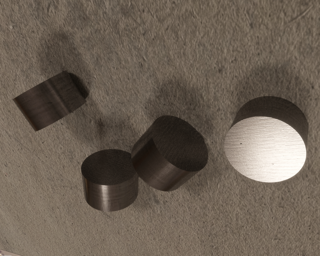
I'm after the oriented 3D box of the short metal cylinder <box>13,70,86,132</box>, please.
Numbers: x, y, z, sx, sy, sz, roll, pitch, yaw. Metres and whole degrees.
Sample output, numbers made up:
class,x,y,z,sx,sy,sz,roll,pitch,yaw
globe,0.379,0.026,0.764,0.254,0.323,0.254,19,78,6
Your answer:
class,x,y,z,sx,sy,sz,roll,pitch,yaw
short metal cylinder,-0.150,-0.038,0.425,0.080,0.080,0.050,-18,109,35

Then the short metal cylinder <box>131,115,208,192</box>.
class,x,y,z,sx,sy,sz,roll,pitch,yaw
short metal cylinder,0.012,0.031,0.383,0.080,0.080,0.050,41,129,-1

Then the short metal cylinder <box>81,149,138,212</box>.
class,x,y,z,sx,sy,sz,roll,pitch,yaw
short metal cylinder,-0.072,0.075,0.454,0.080,0.080,0.050,16,125,19

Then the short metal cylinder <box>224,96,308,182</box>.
class,x,y,z,sx,sy,sz,roll,pitch,yaw
short metal cylinder,0.116,0.012,0.336,0.080,0.050,0.079,13,124,20
